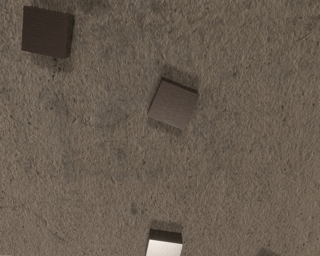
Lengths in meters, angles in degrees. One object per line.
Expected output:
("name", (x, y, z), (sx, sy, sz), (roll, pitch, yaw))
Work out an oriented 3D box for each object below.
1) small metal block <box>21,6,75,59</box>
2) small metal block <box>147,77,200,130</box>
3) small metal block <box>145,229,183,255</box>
("small metal block", (-0.132, -0.113, 0.366), (0.050, 0.025, 0.050), (11, 110, -5))
("small metal block", (0.017, -0.032, 0.398), (0.050, 0.025, 0.050), (21, 109, -8))
("small metal block", (0.005, 0.188, 0.479), (0.050, 0.025, 0.050), (10, 110, -4))
